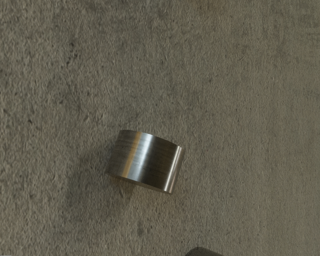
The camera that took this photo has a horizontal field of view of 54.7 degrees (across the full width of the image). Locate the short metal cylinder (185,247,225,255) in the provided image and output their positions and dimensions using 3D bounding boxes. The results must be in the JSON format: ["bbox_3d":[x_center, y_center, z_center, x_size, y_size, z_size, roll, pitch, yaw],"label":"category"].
[{"bbox_3d":[0.069,0.220,0.447,0.081,0.050,0.080,0,90,-40],"label":"short metal cylinder"}]

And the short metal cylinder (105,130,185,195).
[{"bbox_3d":[-0.017,0.040,0.355,0.080,0.080,0.050,29,72,-37],"label":"short metal cylinder"}]
